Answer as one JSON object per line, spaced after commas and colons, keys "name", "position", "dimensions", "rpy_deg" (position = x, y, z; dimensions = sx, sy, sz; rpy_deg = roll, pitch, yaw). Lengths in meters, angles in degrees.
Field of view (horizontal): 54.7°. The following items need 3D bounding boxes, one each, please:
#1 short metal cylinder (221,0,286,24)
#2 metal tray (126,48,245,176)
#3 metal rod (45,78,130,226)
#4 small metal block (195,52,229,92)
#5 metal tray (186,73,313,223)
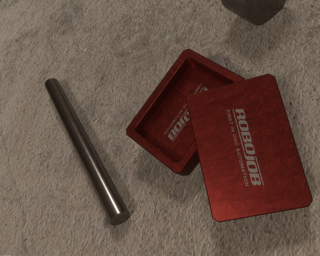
{"name": "short metal cylinder", "position": [0.129, -0.188, 0.416], "dimensions": [0.080, 0.080, 0.050], "rpy_deg": [-41, 51, 0]}
{"name": "metal tray", "position": [0.031, -0.020, 0.371], "dimensions": [0.090, 0.030, 0.130], "rpy_deg": [36, 90, 26]}
{"name": "metal rod", "position": [-0.119, 0.014, 0.455], "dimensions": [0.025, 0.025, 0.300], "rpy_deg": [-39, 51, 1]}
{"name": "small metal block", "position": [0.066, -0.065, 0.408], "dimensions": [0.050, 0.025, 0.050], "rpy_deg": [-19, 54, 16]}
{"name": "metal tray", "position": [0.085, 0.020, 0.311], "dimensions": [0.090, 0.030, 0.129], "rpy_deg": [-14, 76, 13]}
